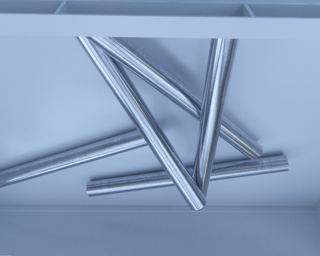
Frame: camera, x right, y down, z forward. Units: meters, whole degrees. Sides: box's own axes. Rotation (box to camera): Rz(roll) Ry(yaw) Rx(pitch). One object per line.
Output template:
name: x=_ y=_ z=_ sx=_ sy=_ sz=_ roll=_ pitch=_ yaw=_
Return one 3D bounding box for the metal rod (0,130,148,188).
metal rod: x=-0.140 y=0.048 z=0.448 sx=0.301 sy=0.025 sz=0.025 roll=-17 pitch=128 yaw=13

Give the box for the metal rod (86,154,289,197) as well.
metal rod: x=0.037 y=0.073 z=0.471 sx=0.301 sy=0.025 sz=0.025 roll=-9 pitch=130 yaw=7

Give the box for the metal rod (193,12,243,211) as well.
metal rod: x=0.058 y=0.011 z=0.373 sx=0.025 sy=0.025 sz=0.298 roll=0 pitch=135 yaw=-1

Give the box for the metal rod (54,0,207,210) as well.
metal rod: x=-0.020 y=-0.011 z=0.364 sx=0.025 sy=0.025 sz=0.299 roll=-24 pitch=116 yaw=18

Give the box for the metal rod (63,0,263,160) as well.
metal rod: x=0.027 y=-0.037 z=0.360 sx=0.301 sy=0.025 sz=0.025 roll=33 pitch=123 yaw=-32
